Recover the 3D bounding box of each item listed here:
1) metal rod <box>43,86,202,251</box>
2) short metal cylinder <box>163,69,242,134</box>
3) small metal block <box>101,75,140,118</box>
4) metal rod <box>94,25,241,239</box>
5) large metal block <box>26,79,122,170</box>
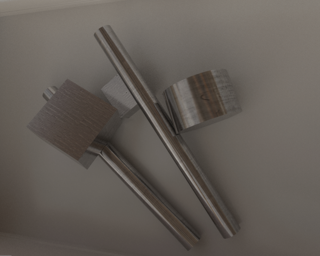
[{"bbox_3d":[-0.061,0.047,0.430,0.300,0.025,0.025,44,103,14],"label":"metal rod"},{"bbox_3d":[0.049,-0.029,0.363,0.080,0.080,0.050,-21,83,18],"label":"short metal cylinder"},{"bbox_3d":[-0.044,-0.048,0.425,0.050,0.025,0.050,-39,78,15],"label":"small metal block"},{"bbox_3d":[0.007,0.002,0.387,0.025,0.025,0.299,-34,87,17],"label":"metal rod"},{"bbox_3d":[-0.109,-0.004,0.409,0.080,0.050,0.080,31,73,11],"label":"large metal block"}]
